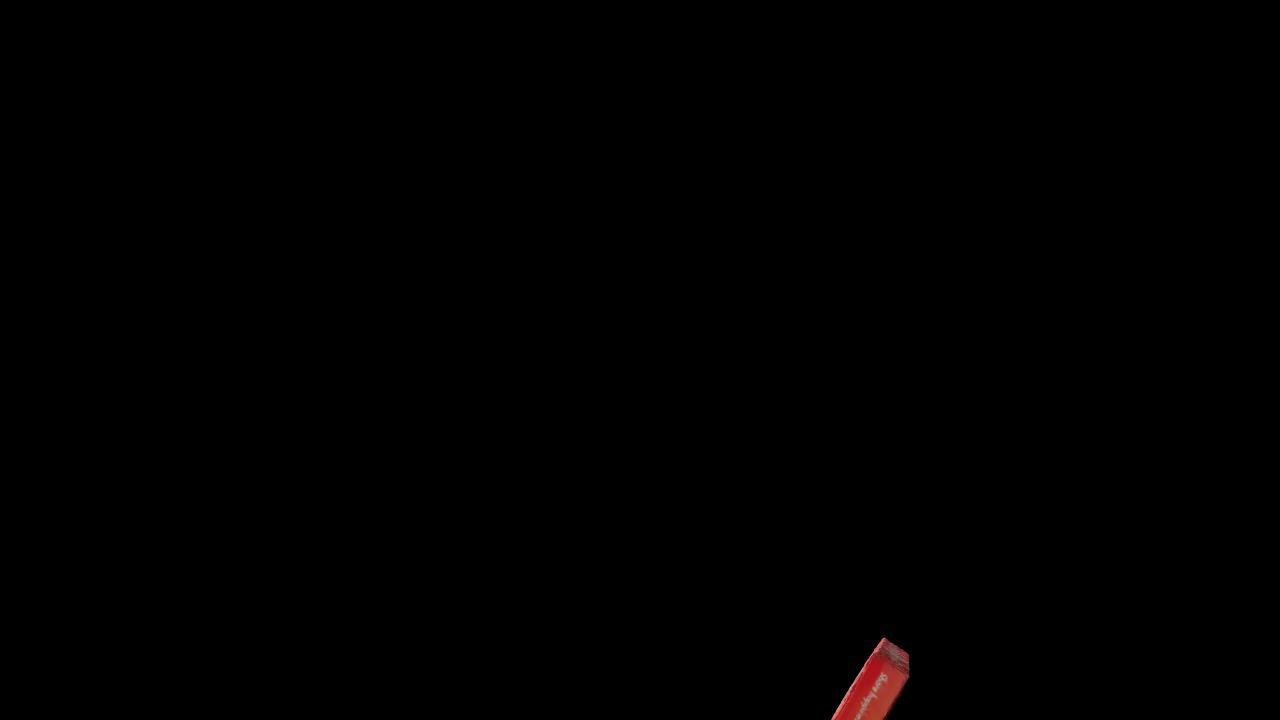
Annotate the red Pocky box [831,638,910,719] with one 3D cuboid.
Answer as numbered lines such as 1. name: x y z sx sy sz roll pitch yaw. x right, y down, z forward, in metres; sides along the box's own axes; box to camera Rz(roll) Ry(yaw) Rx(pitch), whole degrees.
1. red Pocky box: 0.178 0.264 0.481 0.028 0.083 0.155 32 -4 29
